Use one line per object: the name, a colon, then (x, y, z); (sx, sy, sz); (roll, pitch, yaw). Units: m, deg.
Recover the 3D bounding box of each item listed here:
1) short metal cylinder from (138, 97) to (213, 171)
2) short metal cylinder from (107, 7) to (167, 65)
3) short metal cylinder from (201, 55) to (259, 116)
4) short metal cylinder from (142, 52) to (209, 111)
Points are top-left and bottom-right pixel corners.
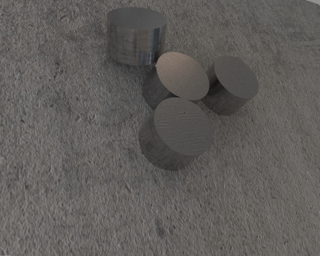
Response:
short metal cylinder: (0.019, 0.008, 0.393); (0.081, 0.050, 0.080); (13, 57, -21)
short metal cylinder: (-0.033, -0.128, 0.429); (0.081, 0.050, 0.080); (4, 40, -3)
short metal cylinder: (0.105, -0.066, 0.484); (0.081, 0.050, 0.080); (14, 56, -21)
short metal cylinder: (0.021, -0.059, 0.435); (0.081, 0.050, 0.080); (14, 56, -21)
